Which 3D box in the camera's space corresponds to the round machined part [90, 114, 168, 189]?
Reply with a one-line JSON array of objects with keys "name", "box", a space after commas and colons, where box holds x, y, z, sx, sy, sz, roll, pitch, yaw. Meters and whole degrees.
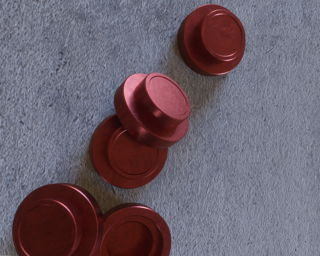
[{"name": "round machined part", "box": [-0.035, 0.028, 0.387, 0.099, 0.042, 0.097, 0, 90, -20]}]

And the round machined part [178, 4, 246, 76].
[{"name": "round machined part", "box": [0.078, -0.123, 0.428, 0.099, 0.042, 0.097, 0, 90, -20]}]

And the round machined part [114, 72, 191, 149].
[{"name": "round machined part", "box": [-0.002, -0.027, 0.372, 0.098, 0.042, 0.098, 26, 43, -27]}]

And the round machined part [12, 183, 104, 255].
[{"name": "round machined part", "box": [-0.115, 0.110, 0.336, 0.098, 0.042, 0.097, -1, 82, 7]}]

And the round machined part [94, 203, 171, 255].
[{"name": "round machined part", "box": [-0.039, 0.142, 0.386, 0.099, 0.042, 0.097, 0, 90, -20]}]
